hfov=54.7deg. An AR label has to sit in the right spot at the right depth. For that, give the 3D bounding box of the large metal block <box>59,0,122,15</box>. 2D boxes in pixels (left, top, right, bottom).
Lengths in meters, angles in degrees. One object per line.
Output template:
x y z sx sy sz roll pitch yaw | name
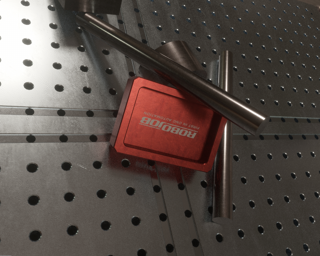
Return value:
-0.106 -0.208 0.448 0.081 0.050 0.080 -7 46 -32 | large metal block

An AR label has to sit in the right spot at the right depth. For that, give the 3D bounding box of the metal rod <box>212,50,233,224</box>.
0.097 -0.007 0.467 0.025 0.025 0.300 21 54 -16 | metal rod

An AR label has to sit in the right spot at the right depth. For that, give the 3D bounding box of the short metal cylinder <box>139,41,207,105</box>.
0.018 -0.074 0.429 0.081 0.080 0.050 -17 70 -35 | short metal cylinder

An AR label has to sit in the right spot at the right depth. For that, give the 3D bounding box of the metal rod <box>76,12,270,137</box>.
-0.005 -0.080 0.378 0.300 0.025 0.025 36 46 28 | metal rod

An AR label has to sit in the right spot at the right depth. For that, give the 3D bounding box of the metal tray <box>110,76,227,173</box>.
0.014 -0.003 0.383 0.131 0.030 0.089 15 94 -20 | metal tray
